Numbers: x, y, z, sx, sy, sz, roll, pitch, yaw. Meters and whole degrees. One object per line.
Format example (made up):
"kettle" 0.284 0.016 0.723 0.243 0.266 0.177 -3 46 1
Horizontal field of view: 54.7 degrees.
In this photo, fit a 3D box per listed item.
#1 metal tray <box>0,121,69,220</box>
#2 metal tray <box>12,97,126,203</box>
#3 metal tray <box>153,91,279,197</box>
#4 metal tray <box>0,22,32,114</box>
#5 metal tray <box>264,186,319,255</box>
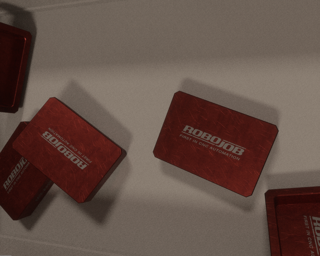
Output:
"metal tray" -0.208 0.065 0.479 0.090 0.030 0.130 41 102 15
"metal tray" -0.125 0.030 0.430 0.130 0.030 0.090 37 85 9
"metal tray" 0.067 0.017 0.384 0.130 0.030 0.089 22 97 18
"metal tray" -0.250 -0.091 0.459 0.030 0.091 0.129 16 96 36
"metal tray" 0.158 0.120 0.307 0.090 0.130 0.030 -8 130 19
